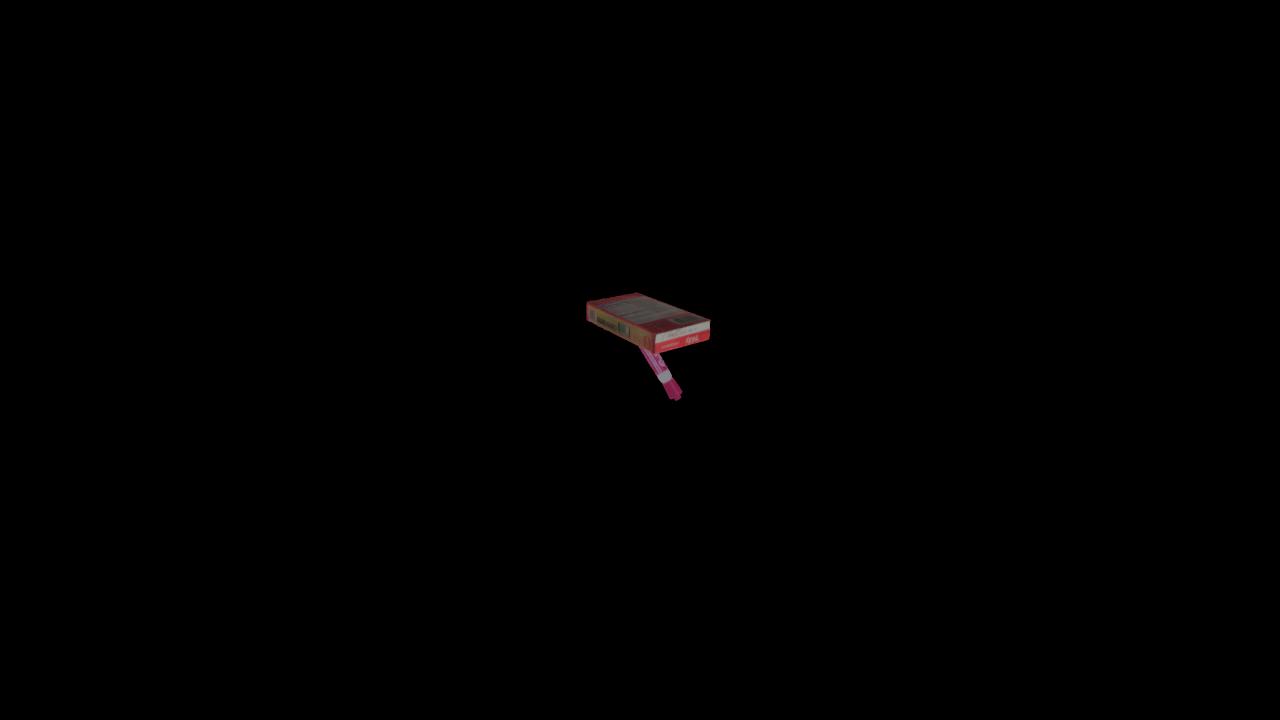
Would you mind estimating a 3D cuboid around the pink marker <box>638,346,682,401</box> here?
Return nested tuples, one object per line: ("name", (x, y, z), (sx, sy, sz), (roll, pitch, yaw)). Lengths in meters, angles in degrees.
("pink marker", (0.018, -0.002, 0.757), (0.020, 0.121, 0.020), (-30, 12, 7))

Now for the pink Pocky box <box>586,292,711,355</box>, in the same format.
("pink Pocky box", (0.007, -0.049, 0.762), (0.084, 0.029, 0.155), (-15, 26, -32))
